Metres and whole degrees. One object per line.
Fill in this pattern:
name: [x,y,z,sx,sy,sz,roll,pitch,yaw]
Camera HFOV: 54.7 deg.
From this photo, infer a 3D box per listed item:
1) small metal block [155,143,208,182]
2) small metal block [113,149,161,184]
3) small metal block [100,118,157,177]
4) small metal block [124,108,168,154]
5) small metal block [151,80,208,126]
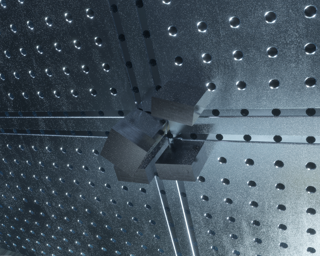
small metal block: [0.029,0.044,0.406,0.050,0.050,0.025,-1,118,28]
small metal block: [-0.029,0.052,0.441,0.050,0.050,0.025,1,119,27]
small metal block: [-0.040,0.025,0.381,0.050,0.025,0.050,34,129,5]
small metal block: [-0.025,0.003,0.408,0.050,0.050,0.025,21,126,15]
small metal block: [0.023,-0.030,0.363,0.050,0.050,0.025,15,125,19]
